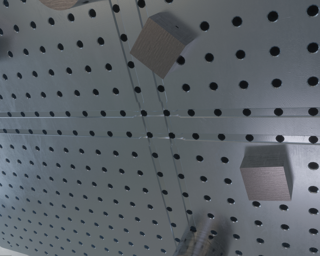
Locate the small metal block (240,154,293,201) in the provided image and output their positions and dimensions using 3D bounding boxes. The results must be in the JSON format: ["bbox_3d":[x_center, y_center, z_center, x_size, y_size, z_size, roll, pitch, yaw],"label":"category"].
[{"bbox_3d":[0.131,0.062,0.380,0.050,0.025,0.050,-7,115,31],"label":"small metal block"}]

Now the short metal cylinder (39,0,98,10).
[{"bbox_3d":[-0.102,-0.176,0.340,0.080,0.050,0.079,13,124,21],"label":"short metal cylinder"}]

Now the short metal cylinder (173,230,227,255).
[{"bbox_3d":[0.062,0.212,0.493,0.080,0.050,0.079,13,124,21],"label":"short metal cylinder"}]

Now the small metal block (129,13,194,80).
[{"bbox_3d":[0.001,-0.093,0.353,0.050,0.025,0.050,39,129,2],"label":"small metal block"}]
